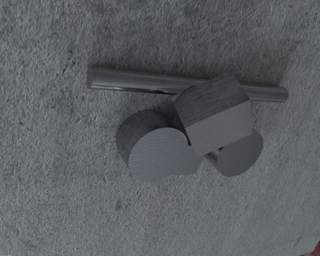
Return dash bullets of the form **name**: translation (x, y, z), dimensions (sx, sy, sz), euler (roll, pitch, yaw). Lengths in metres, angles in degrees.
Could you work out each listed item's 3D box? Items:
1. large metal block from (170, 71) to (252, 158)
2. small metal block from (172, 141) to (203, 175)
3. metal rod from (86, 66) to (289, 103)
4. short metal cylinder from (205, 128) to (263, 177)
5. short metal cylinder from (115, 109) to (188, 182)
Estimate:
- **large metal block**: translation (0.068, -0.015, 0.397), dimensions (0.080, 0.050, 0.080), euler (-24, 145, 3)
- **small metal block**: translation (0.034, 0.041, 0.453), dimensions (0.050, 0.025, 0.050), euler (2, 118, -29)
- **metal rod**: translation (0.056, -0.053, 0.406), dimensions (0.303, 0.025, 0.025), euler (1, 118, -29)
- **short metal cylinder**: translation (0.106, 0.026, 0.466), dimensions (0.081, 0.050, 0.079), euler (-14, 124, -21)
- **short metal cylinder**: translation (-0.011, 0.022, 0.399), dimensions (0.081, 0.050, 0.079), euler (-14, 124, -21)
